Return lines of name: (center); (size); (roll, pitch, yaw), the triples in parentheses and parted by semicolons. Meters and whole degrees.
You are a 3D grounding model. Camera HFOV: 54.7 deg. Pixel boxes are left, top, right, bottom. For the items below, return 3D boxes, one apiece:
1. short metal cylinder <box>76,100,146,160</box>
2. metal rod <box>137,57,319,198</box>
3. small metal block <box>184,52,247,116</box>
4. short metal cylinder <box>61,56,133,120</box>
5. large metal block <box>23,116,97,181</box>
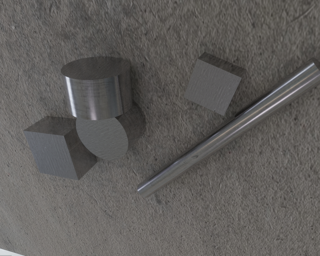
short metal cylinder: (-0.066, -0.003, 0.424); (0.080, 0.050, 0.079); (13, 124, 21)
metal rod: (0.064, 0.019, 0.385); (0.025, 0.025, 0.299); (46, 129, -4)
small metal block: (0.060, -0.049, 0.345); (0.050, 0.025, 0.050); (27, 128, 11)
short metal cylinder: (-0.075, -0.051, 0.380); (0.080, 0.080, 0.050); (13, 124, 21)
large metal block: (-0.156, 0.030, 0.492); (0.080, 0.050, 0.079); (5, 121, 25)
